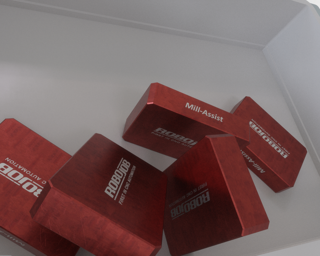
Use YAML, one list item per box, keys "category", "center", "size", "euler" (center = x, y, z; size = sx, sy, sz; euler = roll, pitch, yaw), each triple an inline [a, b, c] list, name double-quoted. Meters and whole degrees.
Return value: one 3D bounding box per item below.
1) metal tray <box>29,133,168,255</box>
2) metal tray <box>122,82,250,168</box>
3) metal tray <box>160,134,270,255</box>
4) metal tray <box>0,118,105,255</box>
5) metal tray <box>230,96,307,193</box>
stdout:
- category: "metal tray"
  center: [-0.041, 0.056, 0.272]
  size: [0.090, 0.030, 0.130]
  euler: [32, 14, -5]
- category: "metal tray"
  center: [0.031, 0.003, 0.377]
  size: [0.131, 0.090, 0.030]
  euler: [21, 54, -16]
- category: "metal tray"
  center: [0.041, 0.073, 0.315]
  size: [0.030, 0.129, 0.090]
  euler: [-3, 63, -30]
- category: "metal tray"
  center: [-0.121, 0.061, 0.300]
  size: [0.130, 0.030, 0.090]
  euler: [34, 51, -6]
- category: "metal tray"
  center: [0.156, 0.023, 0.472]
  size: [0.130, 0.030, 0.090]
  euler: [43, 51, 1]
